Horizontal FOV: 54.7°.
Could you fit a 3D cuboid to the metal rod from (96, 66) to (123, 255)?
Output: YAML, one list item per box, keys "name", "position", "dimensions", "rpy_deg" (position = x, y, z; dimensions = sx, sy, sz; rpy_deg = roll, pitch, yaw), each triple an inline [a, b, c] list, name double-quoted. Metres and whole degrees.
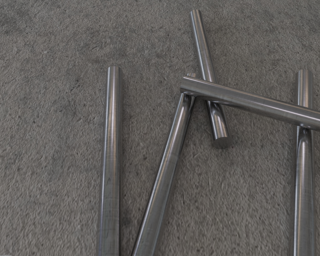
- name: "metal rod"
  position: [-0.058, 0.029, 0.377]
  dimensions: [0.025, 0.025, 0.300]
  rpy_deg: [-3, 50, -3]

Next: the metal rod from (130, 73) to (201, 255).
- name: "metal rod"
  position: [0.012, 0.039, 0.370]
  dimensions: [0.025, 0.025, 0.300]
  rpy_deg: [11, 51, 9]

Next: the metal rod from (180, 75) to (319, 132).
- name: "metal rod"
  position: [0.171, -0.015, 0.383]
  dimensions: [0.301, 0.025, 0.025]
  rpy_deg: [18, 52, 14]

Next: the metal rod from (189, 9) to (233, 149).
- name: "metal rod"
  position: [0.073, -0.096, 0.483]
  dimensions: [0.025, 0.025, 0.300]
  rpy_deg: [-2, 50, -2]

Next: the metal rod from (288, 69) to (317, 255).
- name: "metal rod"
  position: [0.175, 0.031, 0.378]
  dimensions: [0.025, 0.025, 0.300]
  rpy_deg: [13, 51, 11]
